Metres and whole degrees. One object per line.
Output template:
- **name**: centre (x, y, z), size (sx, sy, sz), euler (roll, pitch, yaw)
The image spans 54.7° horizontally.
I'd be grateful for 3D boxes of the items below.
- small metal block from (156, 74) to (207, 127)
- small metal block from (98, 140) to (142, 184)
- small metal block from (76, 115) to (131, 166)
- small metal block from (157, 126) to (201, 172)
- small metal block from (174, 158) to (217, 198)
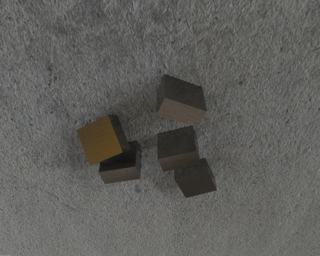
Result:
- **small metal block**: centre (0.024, -0.033, 0.363), size (0.050, 0.050, 0.025), euler (17, 128, -14)
- **small metal block**: centre (-0.054, 0.047, 0.430), size (0.050, 0.050, 0.025), euler (-10, 130, 8)
- **small metal block**: centre (-0.073, 0.016, 0.402), size (0.050, 0.025, 0.050), euler (-24, 86, 18)
- **small metal block**: centre (0.025, 0.027, 0.414), size (0.050, 0.050, 0.025), euler (-13, 129, 11)
- **small metal block**: centre (0.054, 0.077, 0.473), size (0.050, 0.025, 0.050), euler (-18, 128, 14)
